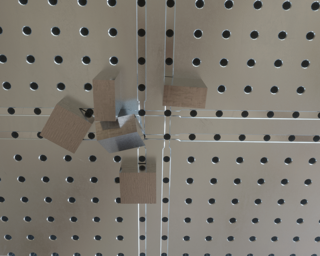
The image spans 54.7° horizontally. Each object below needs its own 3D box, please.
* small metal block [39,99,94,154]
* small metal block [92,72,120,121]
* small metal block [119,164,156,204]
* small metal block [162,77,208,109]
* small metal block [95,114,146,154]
[{"bbox_3d":[-0.122,-0.002,0.411,0.050,0.025,0.050,31,107,-11],"label":"small metal block"},{"bbox_3d":[-0.065,-0.040,0.384,0.025,0.050,0.050,1,110,-1],"label":"small metal block"},{"bbox_3d":[-0.031,0.080,0.443,0.050,0.025,0.050,0,110,-1],"label":"small metal block"},{"bbox_3d":[0.029,-0.045,0.384,0.050,0.050,0.025,4,110,-2],"label":"small metal block"},{"bbox_3d":[-0.050,0.008,0.401,0.050,0.050,0.025,-13,66,4],"label":"small metal block"}]
